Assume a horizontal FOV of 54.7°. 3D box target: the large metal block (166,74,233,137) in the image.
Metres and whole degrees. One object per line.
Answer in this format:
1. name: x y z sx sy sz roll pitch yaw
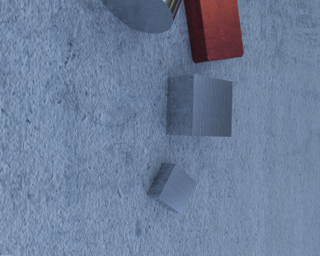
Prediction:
1. large metal block: 0.057 -0.029 0.438 0.081 0.050 0.079 3 88 -40

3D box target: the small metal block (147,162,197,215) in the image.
1. small metal block: 0.017 0.082 0.422 0.050 0.025 0.050 43 64 -32

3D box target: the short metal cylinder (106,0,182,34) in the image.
1. short metal cylinder: -0.015 -0.155 0.358 0.080 0.080 0.050 31 71 -36

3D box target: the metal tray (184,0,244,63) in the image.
1. metal tray: 0.082 -0.169 0.473 0.091 0.030 0.129 -16 101 -39
